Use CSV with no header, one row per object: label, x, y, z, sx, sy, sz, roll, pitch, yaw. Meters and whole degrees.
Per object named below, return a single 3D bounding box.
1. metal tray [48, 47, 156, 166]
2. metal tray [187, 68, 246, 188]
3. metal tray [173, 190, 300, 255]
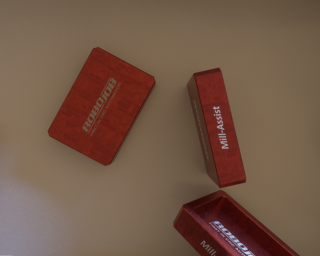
metal tray,-0.074,-0.028,0.408,0.090,0.030,0.130,29,90,0
metal tray,0.065,0.000,0.379,0.030,0.090,0.129,-13,90,0
metal tray,0.090,0.131,0.350,0.130,0.091,0.030,40,117,32
